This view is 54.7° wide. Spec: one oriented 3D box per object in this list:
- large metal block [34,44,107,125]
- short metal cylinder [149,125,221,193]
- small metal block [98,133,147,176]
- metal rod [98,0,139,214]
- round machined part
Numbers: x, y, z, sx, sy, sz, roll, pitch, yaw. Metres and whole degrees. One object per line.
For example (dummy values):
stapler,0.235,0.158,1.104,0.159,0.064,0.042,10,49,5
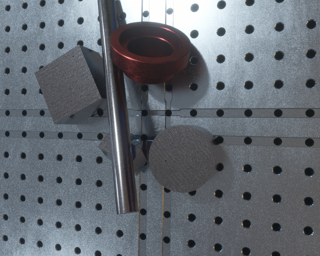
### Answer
large metal block,-0.117,-0.058,0.439,0.080,0.050,0.080,-26,82,17
short metal cylinder,0.033,0.036,0.387,0.080,0.050,0.079,0,90,19
small metal block,-0.048,0.035,0.412,0.050,0.050,0.025,28,72,17
metal rod,-0.056,-0.045,0.395,0.025,0.025,0.299,-14,72,19
round machined part,-0.013,-0.091,0.388,0.098,0.098,0.042,26,137,18
